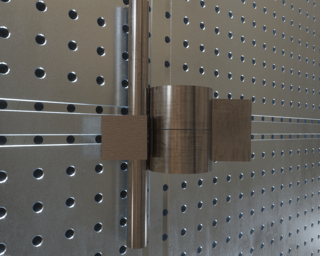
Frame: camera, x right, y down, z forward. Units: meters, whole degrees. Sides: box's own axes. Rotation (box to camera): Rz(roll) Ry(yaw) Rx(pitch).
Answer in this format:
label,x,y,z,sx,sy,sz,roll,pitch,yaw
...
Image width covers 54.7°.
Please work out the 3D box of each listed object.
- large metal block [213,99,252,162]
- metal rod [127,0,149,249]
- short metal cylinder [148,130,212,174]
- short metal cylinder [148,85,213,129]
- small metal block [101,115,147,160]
label,x,y,z,sx,sy,sz,roll,pitch,yaw
large metal block,0.090,0.003,0.435,0.050,0.080,0.079,1,90,-2
metal rod,-0.027,-0.005,0.381,0.025,0.025,0.298,1,90,-40
short metal cylinder,0.025,0.027,0.390,0.081,0.080,0.050,1,90,-40
short metal cylinder,0.025,-0.023,0.390,0.081,0.080,0.050,1,90,-40
small metal block,-0.041,0.011,0.356,0.050,0.025,0.050,0,89,-5
